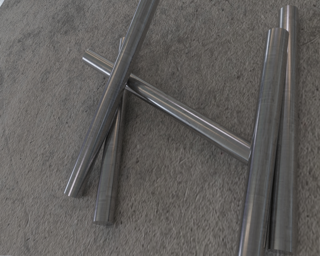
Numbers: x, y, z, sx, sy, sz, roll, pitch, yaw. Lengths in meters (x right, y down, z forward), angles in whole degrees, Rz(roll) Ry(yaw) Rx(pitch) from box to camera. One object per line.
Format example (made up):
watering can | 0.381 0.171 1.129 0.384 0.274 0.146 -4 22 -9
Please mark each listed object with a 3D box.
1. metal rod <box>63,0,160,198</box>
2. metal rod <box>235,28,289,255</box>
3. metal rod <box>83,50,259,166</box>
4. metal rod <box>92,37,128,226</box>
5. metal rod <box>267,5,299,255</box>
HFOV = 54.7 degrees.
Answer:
metal rod | -0.062 -0.050 0.414 0.025 0.025 0.299 21 89 36
metal rod | 0.102 0.029 0.308 0.025 0.025 0.299 3 68 29
metal rod | -0.005 -0.040 0.410 0.300 0.025 0.025 34 81 31
metal rod | -0.062 -0.015 0.445 0.025 0.025 0.299 -11 57 22
metal rod | 0.139 -0.020 0.343 0.025 0.025 0.300 -2 61 27
